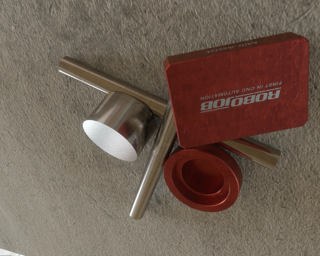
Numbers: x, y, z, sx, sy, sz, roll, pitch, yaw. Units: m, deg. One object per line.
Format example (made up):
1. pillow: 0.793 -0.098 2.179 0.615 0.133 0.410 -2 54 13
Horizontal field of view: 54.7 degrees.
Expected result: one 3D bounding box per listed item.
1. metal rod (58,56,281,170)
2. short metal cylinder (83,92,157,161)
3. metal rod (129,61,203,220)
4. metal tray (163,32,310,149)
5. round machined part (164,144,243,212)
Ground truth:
1. metal rod: 0.002 -0.024 0.393 0.301 0.025 0.025 25 127 12
2. short metal cylinder: -0.051 -0.001 0.402 0.080 0.050 0.080 25 151 15
3. metal rod: -0.003 0.041 0.412 0.025 0.025 0.298 29 135 9
4. metal tray: 0.076 -0.036 0.307 0.131 0.030 0.089 -11 116 2
5. round machined part: 0.058 0.058 0.403 0.098 0.042 0.097 13 124 21
